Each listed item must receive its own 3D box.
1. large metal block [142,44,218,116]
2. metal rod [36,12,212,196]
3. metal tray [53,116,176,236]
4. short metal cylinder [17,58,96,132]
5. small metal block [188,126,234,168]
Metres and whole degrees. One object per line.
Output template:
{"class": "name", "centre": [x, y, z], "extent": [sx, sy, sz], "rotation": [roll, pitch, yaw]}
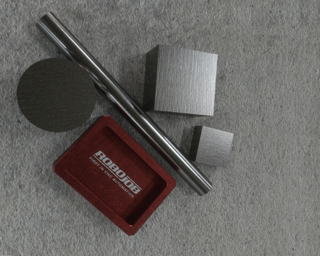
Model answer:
{"class": "large metal block", "centre": [0.025, -0.058, 0.407], "extent": [0.081, 0.050, 0.080], "rotation": [5, 89, -20]}
{"class": "metal rod", "centre": [-0.036, -0.020, 0.397], "extent": [0.025, 0.025, 0.300], "rotation": [-47, 105, -14]}
{"class": "metal tray", "centre": [-0.054, 0.059, 0.388], "extent": [0.130, 0.030, 0.090], "rotation": [46, 76, -15]}
{"class": "short metal cylinder", "centre": [-0.117, -0.035, 0.354], "extent": [0.081, 0.050, 0.079], "rotation": [0, 90, -21]}
{"class": "small metal block", "centre": [0.071, 0.027, 0.439], "extent": [0.050, 0.025, 0.050], "rotation": [14, 85, -20]}
